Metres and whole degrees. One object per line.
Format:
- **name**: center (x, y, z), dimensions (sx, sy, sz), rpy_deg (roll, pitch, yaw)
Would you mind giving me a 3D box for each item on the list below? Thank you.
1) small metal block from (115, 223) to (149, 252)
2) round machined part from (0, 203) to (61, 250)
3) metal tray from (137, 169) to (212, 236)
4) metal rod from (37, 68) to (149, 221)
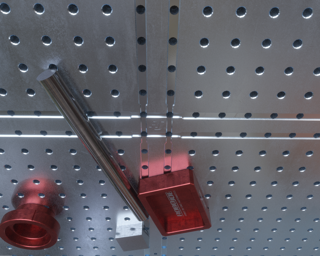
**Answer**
- **small metal block**: center (-0.052, 0.208, 0.588), dimensions (0.050, 0.025, 0.050), rpy_deg (-11, 130, 8)
- **round machined part**: center (-0.224, 0.169, 0.543), dimensions (0.099, 0.042, 0.097), rpy_deg (0, 130, 0)
- **metal tray**: center (0.027, 0.129, 0.517), dimensions (0.090, 0.030, 0.130), rpy_deg (-15, 129, 12)
- **metal rod**: center (-0.080, 0.045, 0.448), dimensions (0.025, 0.025, 0.299), rpy_deg (-15, 129, 12)
